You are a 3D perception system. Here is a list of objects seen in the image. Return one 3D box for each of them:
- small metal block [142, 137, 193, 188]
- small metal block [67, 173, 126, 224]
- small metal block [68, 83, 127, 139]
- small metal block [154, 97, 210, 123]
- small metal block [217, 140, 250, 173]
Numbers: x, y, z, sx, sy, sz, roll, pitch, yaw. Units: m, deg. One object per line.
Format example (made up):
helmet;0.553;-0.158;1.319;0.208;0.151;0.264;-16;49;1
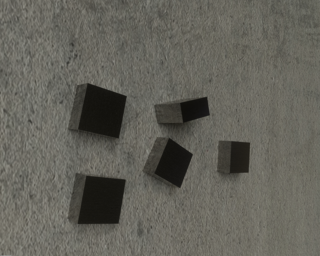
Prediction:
small metal block;0.011;0.046;0.414;0.050;0.025;0.050;36;68;-34
small metal block;-0.070;0.079;0.346;0.050;0.025;0.050;14;81;-39
small metal block;-0.069;-0.018;0.346;0.050;0.025;0.050;16;80;-39
small metal block;0.029;-0.024;0.412;0.050;0.050;0.025;-16;100;-39
small metal block;0.121;0.047;0.506;0.050;0.025;0.050;6;86;-40
